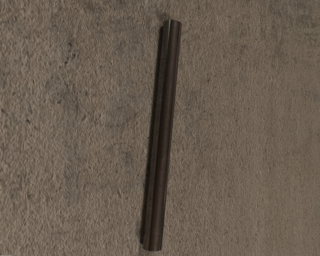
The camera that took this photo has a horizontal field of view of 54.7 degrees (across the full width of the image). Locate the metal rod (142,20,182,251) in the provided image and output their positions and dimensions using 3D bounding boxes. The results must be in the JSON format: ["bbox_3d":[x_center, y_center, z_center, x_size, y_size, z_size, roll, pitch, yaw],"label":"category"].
[{"bbox_3d":[0.003,0.006,0.409,0.025,0.025,0.298,9,84,-40],"label":"metal rod"}]
